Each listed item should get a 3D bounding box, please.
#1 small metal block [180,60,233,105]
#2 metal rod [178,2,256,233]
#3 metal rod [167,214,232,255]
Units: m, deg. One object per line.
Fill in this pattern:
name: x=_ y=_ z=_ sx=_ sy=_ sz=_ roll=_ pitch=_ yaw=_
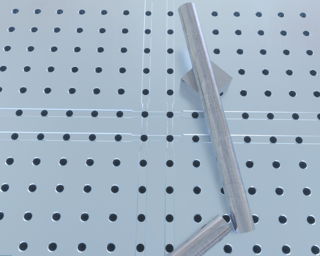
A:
small metal block: x=0.064 y=-0.064 z=0.435 sx=0.050 sy=0.025 sz=0.050 roll=43 pitch=75 yaw=14
metal rod: x=0.069 y=-0.021 z=0.396 sx=0.025 sy=0.025 sz=0.299 roll=-12 pitch=79 yaw=-4
metal rod: x=-0.043 y=0.198 z=0.338 sx=0.301 sy=0.025 sz=0.025 roll=-35 pitch=74 yaw=-12
